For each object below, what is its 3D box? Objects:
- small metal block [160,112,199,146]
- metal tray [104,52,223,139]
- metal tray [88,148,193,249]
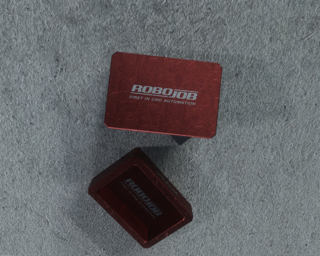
[{"bbox_3d":[0.029,-0.014,0.405,0.050,0.025,0.050,-38,106,12],"label":"small metal block"},{"bbox_3d":[0.004,-0.038,0.375,0.131,0.030,0.089,6,87,-2],"label":"metal tray"},{"bbox_3d":[-0.026,0.103,0.444,0.090,0.030,0.130,-36,106,12],"label":"metal tray"}]
